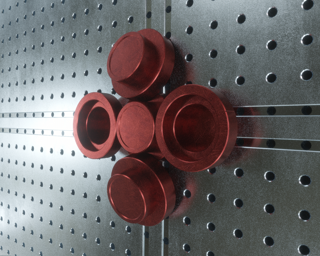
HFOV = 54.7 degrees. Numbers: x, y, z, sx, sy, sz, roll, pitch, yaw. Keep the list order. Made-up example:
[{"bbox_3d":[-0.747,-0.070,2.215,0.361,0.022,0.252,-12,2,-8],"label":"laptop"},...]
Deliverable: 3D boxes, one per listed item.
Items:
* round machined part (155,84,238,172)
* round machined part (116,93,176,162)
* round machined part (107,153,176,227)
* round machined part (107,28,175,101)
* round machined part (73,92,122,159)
[{"bbox_3d":[0.045,0.000,0.359,0.098,0.042,0.097,0,90,39],"label":"round machined part"},{"bbox_3d":[-0.020,-0.001,0.412,0.098,0.042,0.097,0,90,39],"label":"round machined part"},{"bbox_3d":[-0.031,0.085,0.407,0.098,0.042,0.097,14,113,36],"label":"round machined part"},{"bbox_3d":[-0.032,-0.087,0.408,0.098,0.042,0.098,-15,66,37],"label":"round machined part"},{"bbox_3d":[-0.084,-0.003,0.464,0.098,0.042,0.097,0,90,39],"label":"round machined part"}]
